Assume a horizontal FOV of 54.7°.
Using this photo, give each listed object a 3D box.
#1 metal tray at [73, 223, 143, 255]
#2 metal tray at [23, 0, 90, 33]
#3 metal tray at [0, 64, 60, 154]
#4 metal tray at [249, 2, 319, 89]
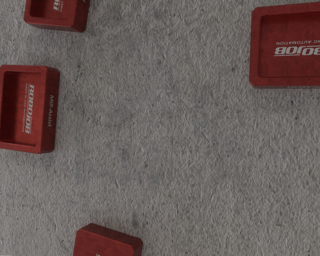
[{"bbox_3d":[-0.080,0.211,0.434,0.090,0.030,0.129,11,94,19],"label":"metal tray"},{"bbox_3d":[-0.147,-0.213,0.458,0.090,0.030,0.129,11,94,19],"label":"metal tray"},{"bbox_3d":[-0.206,-0.030,0.478,0.090,0.030,0.129,6,92,19],"label":"metal tray"},{"bbox_3d":[0.170,-0.090,0.346,0.130,0.030,0.089,2,91,19],"label":"metal tray"}]
